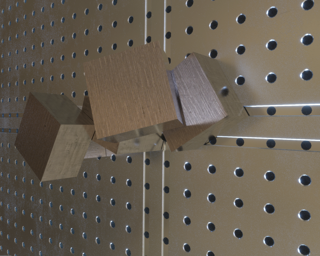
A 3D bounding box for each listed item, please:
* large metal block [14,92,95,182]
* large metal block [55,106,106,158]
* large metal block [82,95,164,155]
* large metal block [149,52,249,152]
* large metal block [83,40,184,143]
[{"bbox_3d":[-0.136,0.009,0.397,0.080,0.050,0.079,38,113,33],"label":"large metal block"},{"bbox_3d":[-0.134,0.009,0.481,0.050,0.081,0.080,-8,85,39],"label":"large metal block"},{"bbox_3d":[-0.048,-0.006,0.410,0.080,0.081,0.050,24,105,37],"label":"large metal block"},{"bbox_3d":[0.040,-0.027,0.358,0.080,0.050,0.080,-37,68,33],"label":"large metal block"},{"bbox_3d":[-0.026,-0.034,0.323,0.080,0.050,0.080,-14,80,9],"label":"large metal block"}]
